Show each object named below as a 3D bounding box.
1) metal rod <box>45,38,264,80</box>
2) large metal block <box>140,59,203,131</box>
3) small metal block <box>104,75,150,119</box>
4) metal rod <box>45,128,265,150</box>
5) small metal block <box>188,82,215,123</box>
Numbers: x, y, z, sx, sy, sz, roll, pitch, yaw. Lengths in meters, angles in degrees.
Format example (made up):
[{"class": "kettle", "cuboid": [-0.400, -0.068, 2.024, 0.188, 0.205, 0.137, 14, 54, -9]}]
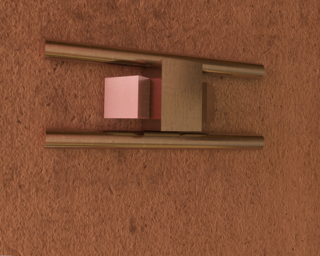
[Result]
[{"class": "metal rod", "cuboid": [0.008, -0.089, 0.414, 0.303, 0.025, 0.025, 1, 90, -21]}, {"class": "large metal block", "cuboid": [0.011, -0.036, 0.388, 0.050, 0.080, 0.079, 1, 90, -20]}, {"class": "small metal block", "cuboid": [-0.041, -0.036, 0.381, 0.025, 0.050, 0.050, 1, 90, -60]}, {"class": "metal rod", "cuboid": [0.008, 0.017, 0.414, 0.303, 0.025, 0.025, 2, 90, -21]}, {"class": "small metal block", "cuboid": [0.057, -0.033, 0.418, 0.025, 0.050, 0.050, 0, 89, 21]}]
